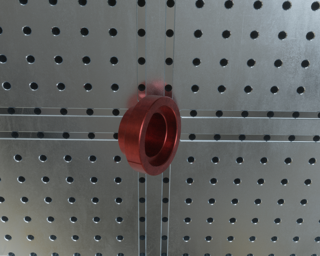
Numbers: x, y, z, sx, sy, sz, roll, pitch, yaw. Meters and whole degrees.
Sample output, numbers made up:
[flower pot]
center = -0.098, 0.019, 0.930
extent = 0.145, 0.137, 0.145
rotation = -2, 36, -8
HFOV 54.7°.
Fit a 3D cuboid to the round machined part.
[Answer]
[round machined part]
center = -0.015, 0.007, 0.386
extent = 0.042, 0.099, 0.097
rotation = 10, 114, 30
